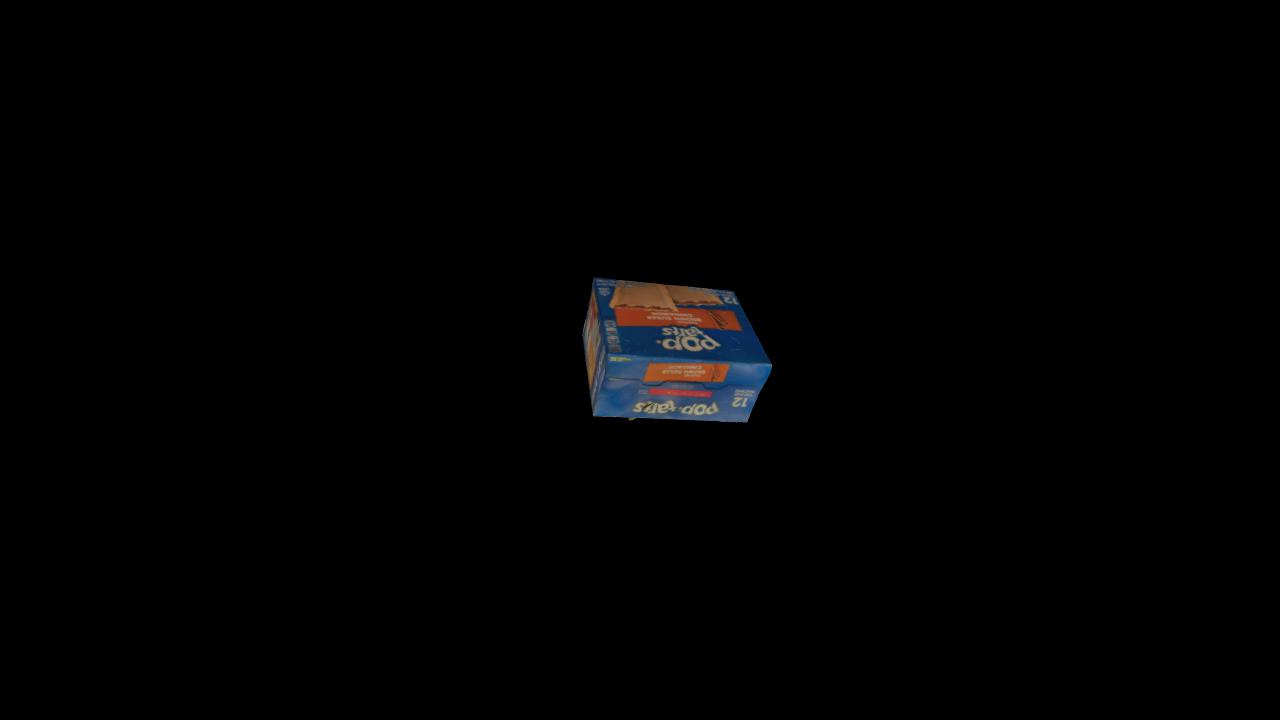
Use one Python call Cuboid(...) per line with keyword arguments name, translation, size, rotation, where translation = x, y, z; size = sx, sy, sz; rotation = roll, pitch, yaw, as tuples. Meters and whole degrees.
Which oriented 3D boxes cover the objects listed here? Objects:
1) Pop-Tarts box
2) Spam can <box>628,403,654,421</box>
Cuboid(name="Pop-Tarts box", translation=(0.031, -0.012, 0.654), size=(0.167, 0.083, 0.141), rotation=(3, 37, -13))
Cuboid(name="Spam can", translation=(0.012, 0.004, 0.654), size=(0.101, 0.085, 0.058), rotation=(-24, -11, -34))
